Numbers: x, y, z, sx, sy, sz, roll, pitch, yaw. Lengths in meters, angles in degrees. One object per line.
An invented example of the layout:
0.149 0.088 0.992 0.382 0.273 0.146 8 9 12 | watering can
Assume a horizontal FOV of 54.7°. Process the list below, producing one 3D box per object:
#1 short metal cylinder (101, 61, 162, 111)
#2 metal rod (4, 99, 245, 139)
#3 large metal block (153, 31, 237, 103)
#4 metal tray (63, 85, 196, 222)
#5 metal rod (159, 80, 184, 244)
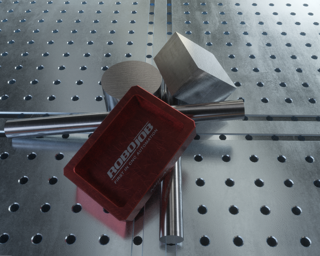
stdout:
-0.038 -0.049 0.432 0.081 0.050 0.080 0 50 0 | short metal cylinder
-0.048 -0.010 0.394 0.302 0.025 0.025 -5 50 5 | metal rod
0.048 -0.076 0.430 0.080 0.050 0.080 17 37 -40 | large metal block
-0.032 0.026 0.348 0.090 0.030 0.130 34 78 18 | metal tray
0.014 -0.002 0.409 0.025 0.025 0.300 1 50 1 | metal rod
